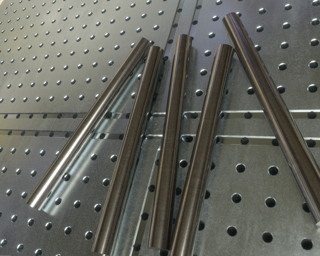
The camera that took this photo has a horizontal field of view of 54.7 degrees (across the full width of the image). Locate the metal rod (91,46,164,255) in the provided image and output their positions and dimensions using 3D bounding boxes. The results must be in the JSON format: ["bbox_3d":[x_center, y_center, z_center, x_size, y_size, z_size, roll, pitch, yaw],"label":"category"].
[{"bbox_3d":[-0.036,0.012,0.418,0.025,0.025,0.300,-1,61,27],"label":"metal rod"}]

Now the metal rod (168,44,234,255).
[{"bbox_3d":[0.052,0.025,0.365,0.025,0.025,0.300,2,62,29],"label":"metal rod"}]

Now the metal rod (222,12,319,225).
[{"bbox_3d":[0.127,-0.037,0.363,0.025,0.025,0.299,-22,53,14],"label":"metal rod"}]

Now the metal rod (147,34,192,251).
[{"bbox_3d":[0.017,-0.002,0.399,0.025,0.025,0.299,-6,59,25],"label":"metal rod"}]

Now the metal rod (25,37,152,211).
[{"bbox_3d":[-0.100,-0.015,0.467,0.025,0.025,0.300,22,73,35],"label":"metal rod"}]
